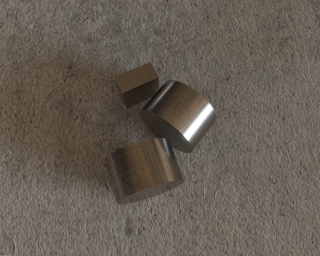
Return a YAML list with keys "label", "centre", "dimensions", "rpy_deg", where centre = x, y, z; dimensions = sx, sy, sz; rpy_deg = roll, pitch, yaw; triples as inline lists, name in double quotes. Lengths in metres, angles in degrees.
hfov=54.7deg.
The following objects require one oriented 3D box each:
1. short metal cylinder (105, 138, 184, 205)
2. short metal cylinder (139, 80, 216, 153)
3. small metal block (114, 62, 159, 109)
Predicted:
- label: "short metal cylinder"
  centre: [-0.018, 0.051, 0.360]
  dimensions: [0.081, 0.080, 0.050]
  rpy_deg: [-17, 71, -7]
- label: "short metal cylinder"
  centre: [0.022, -0.013, 0.384]
  dimensions: [0.080, 0.080, 0.050]
  rpy_deg: [36, 74, 12]
- label: "small metal block"
  centre: [-0.029, -0.056, 0.415]
  dimensions: [0.050, 0.050, 0.025]
  rpy_deg: [-25, 72, -9]
